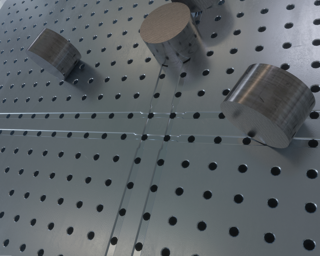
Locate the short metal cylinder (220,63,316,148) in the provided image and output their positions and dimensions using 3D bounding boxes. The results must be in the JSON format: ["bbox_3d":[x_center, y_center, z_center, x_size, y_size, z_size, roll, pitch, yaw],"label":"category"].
[{"bbox_3d":[0.112,-0.022,0.328,0.080,0.080,0.050,30,78,37],"label":"short metal cylinder"}]

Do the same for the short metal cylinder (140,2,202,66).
[{"bbox_3d":[0.017,-0.143,0.471,0.080,0.050,0.080,-13,56,21],"label":"short metal cylinder"}]

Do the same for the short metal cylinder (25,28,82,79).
[{"bbox_3d":[-0.189,-0.131,0.552,0.080,0.080,0.050,22,74,36],"label":"short metal cylinder"}]

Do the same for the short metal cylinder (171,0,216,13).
[{"bbox_3d":[0.052,-0.232,0.488,0.080,0.080,0.050,-18,55,17],"label":"short metal cylinder"}]
